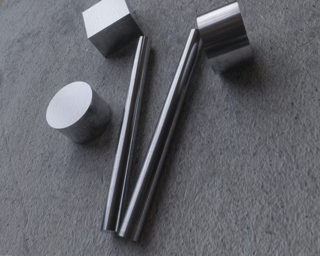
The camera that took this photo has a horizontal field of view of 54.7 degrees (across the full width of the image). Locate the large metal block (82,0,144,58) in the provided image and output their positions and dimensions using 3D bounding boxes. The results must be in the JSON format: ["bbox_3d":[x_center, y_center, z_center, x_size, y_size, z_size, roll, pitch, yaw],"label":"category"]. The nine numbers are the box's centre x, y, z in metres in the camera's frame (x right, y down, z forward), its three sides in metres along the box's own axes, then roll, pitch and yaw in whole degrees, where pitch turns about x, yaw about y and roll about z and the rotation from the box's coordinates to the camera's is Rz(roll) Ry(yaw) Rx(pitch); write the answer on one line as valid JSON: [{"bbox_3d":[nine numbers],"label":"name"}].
[{"bbox_3d":[-0.083,-0.184,0.544,0.080,0.050,0.080,-28,52,11],"label":"large metal block"}]

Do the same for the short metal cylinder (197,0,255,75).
[{"bbox_3d":[0.084,-0.114,0.394,0.050,0.080,0.080,-16,55,19],"label":"short metal cylinder"}]

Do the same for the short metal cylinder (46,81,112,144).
[{"bbox_3d":[-0.121,-0.023,0.465,0.080,0.050,0.080,-13,56,21],"label":"short metal cylinder"}]

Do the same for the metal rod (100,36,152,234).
[{"bbox_3d":[-0.041,-0.010,0.431,0.025,0.025,0.299,-7,58,24],"label":"metal rod"}]

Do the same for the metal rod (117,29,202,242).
[{"bbox_3d":[0.010,-0.007,0.403,0.025,0.025,0.300,5,64,30],"label":"metal rod"}]
